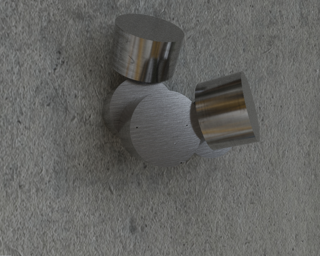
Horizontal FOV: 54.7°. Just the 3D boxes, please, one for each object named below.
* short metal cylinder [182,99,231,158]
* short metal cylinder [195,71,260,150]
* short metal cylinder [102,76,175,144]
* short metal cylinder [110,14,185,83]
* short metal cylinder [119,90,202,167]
[{"bbox_3d":[0.057,-0.001,0.419,0.081,0.050,0.079,0,90,-21],"label":"short metal cylinder"},{"bbox_3d":[0.078,-0.019,0.350,0.050,0.080,0.080,-13,97,23],"label":"short metal cylinder"},{"bbox_3d":[-0.028,-0.021,0.387,0.081,0.050,0.079,0,90,-21],"label":"short metal cylinder"},{"bbox_3d":[-0.016,-0.096,0.369,0.081,0.080,0.050,0,129,-20],"label":"short metal cylinder"},{"bbox_3d":[-0.001,0.001,0.344,0.081,0.050,0.079,0,90,-21],"label":"short metal cylinder"}]
